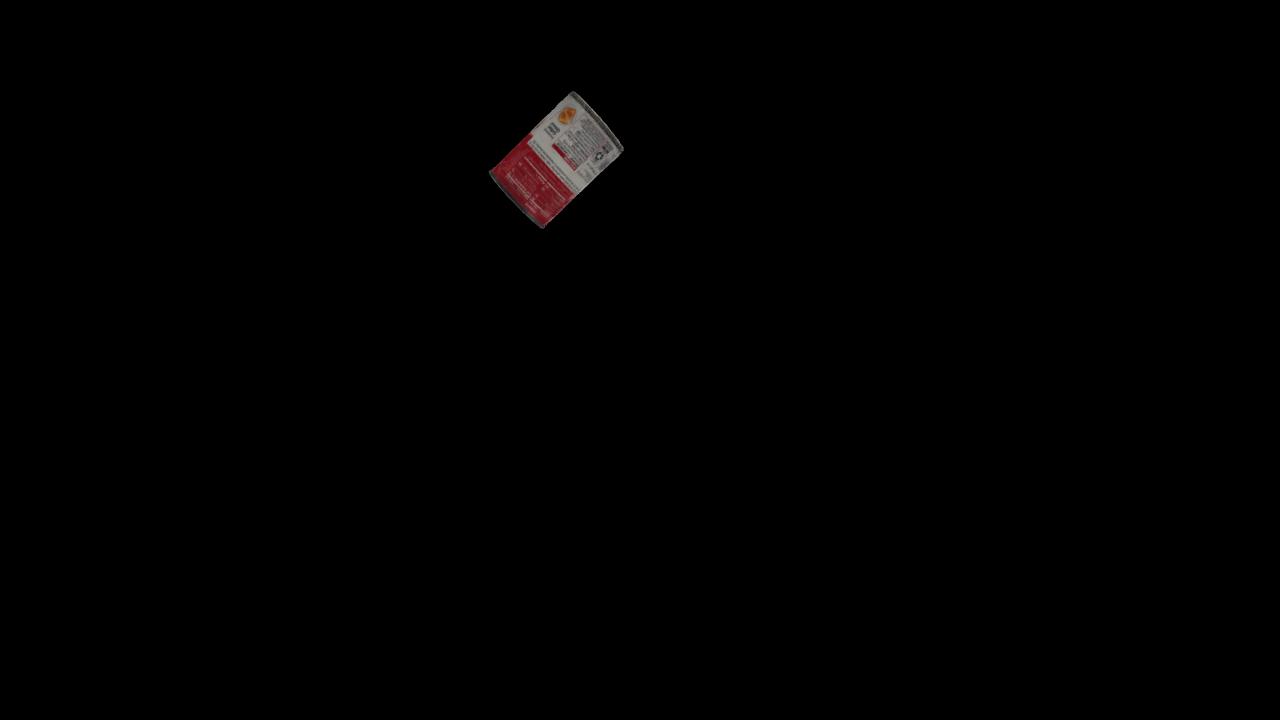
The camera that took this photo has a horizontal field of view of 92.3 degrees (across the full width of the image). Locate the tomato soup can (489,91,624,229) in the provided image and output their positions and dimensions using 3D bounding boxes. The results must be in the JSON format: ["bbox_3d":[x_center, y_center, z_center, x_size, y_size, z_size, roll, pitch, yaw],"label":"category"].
[{"bbox_3d":[-0.073,-0.175,0.540,0.101,0.068,0.068,-42,-7,8],"label":"tomato soup can"}]
